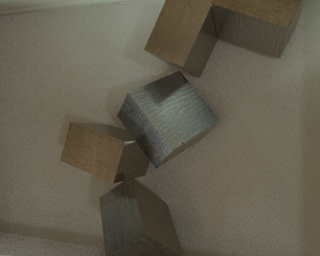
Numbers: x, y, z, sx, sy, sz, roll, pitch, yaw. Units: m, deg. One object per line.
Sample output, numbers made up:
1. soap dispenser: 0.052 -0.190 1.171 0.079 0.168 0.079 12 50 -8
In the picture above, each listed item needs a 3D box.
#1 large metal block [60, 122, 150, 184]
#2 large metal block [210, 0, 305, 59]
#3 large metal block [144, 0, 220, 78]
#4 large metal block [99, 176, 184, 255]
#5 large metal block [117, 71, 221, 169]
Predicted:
1. large metal block: -0.064 0.029 0.399 0.080 0.080 0.050 18 96 23
2. large metal block: 0.107 -0.126 0.339 0.080 0.080 0.050 25 89 17
3. large metal block: 0.034 -0.112 0.369 0.050 0.080 0.080 28 99 18
4. large metal block: -0.023 0.118 0.369 0.050 0.080 0.080 -35 38 11
5. large metal block: 0.010 -0.012 0.370 0.080 0.081 0.050 53 145 12
